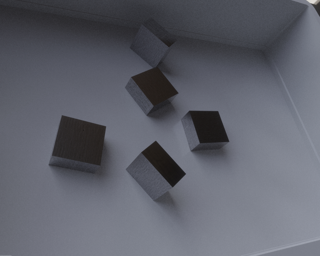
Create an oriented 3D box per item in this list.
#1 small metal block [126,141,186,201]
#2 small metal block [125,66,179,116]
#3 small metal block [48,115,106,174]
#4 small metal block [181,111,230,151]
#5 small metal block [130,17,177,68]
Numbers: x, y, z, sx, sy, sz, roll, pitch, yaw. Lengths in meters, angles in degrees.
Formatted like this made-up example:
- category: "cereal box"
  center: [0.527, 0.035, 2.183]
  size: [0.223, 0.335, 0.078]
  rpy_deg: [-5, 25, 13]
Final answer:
- category: "small metal block"
  center: [-0.006, 0.050, 0.356]
  size: [0.050, 0.050, 0.025]
  rpy_deg: [48, 51, 5]
- category: "small metal block"
  center: [-0.011, -0.052, 0.431]
  size: [0.050, 0.025, 0.050]
  rpy_deg: [-31, 79, -38]
- category: "small metal block"
  center: [-0.091, 0.019, 0.345]
  size: [0.050, 0.025, 0.050]
  rpy_deg: [15, 56, -20]
- category: "small metal block"
  center: [0.063, 0.004, 0.437]
  size: [0.050, 0.025, 0.050]
  rpy_deg: [-1, 62, -29]
- category: "small metal block"
  center: [-0.010, -0.125, 0.460]
  size: [0.050, 0.050, 0.025]
  rpy_deg: [41, 51, -1]
